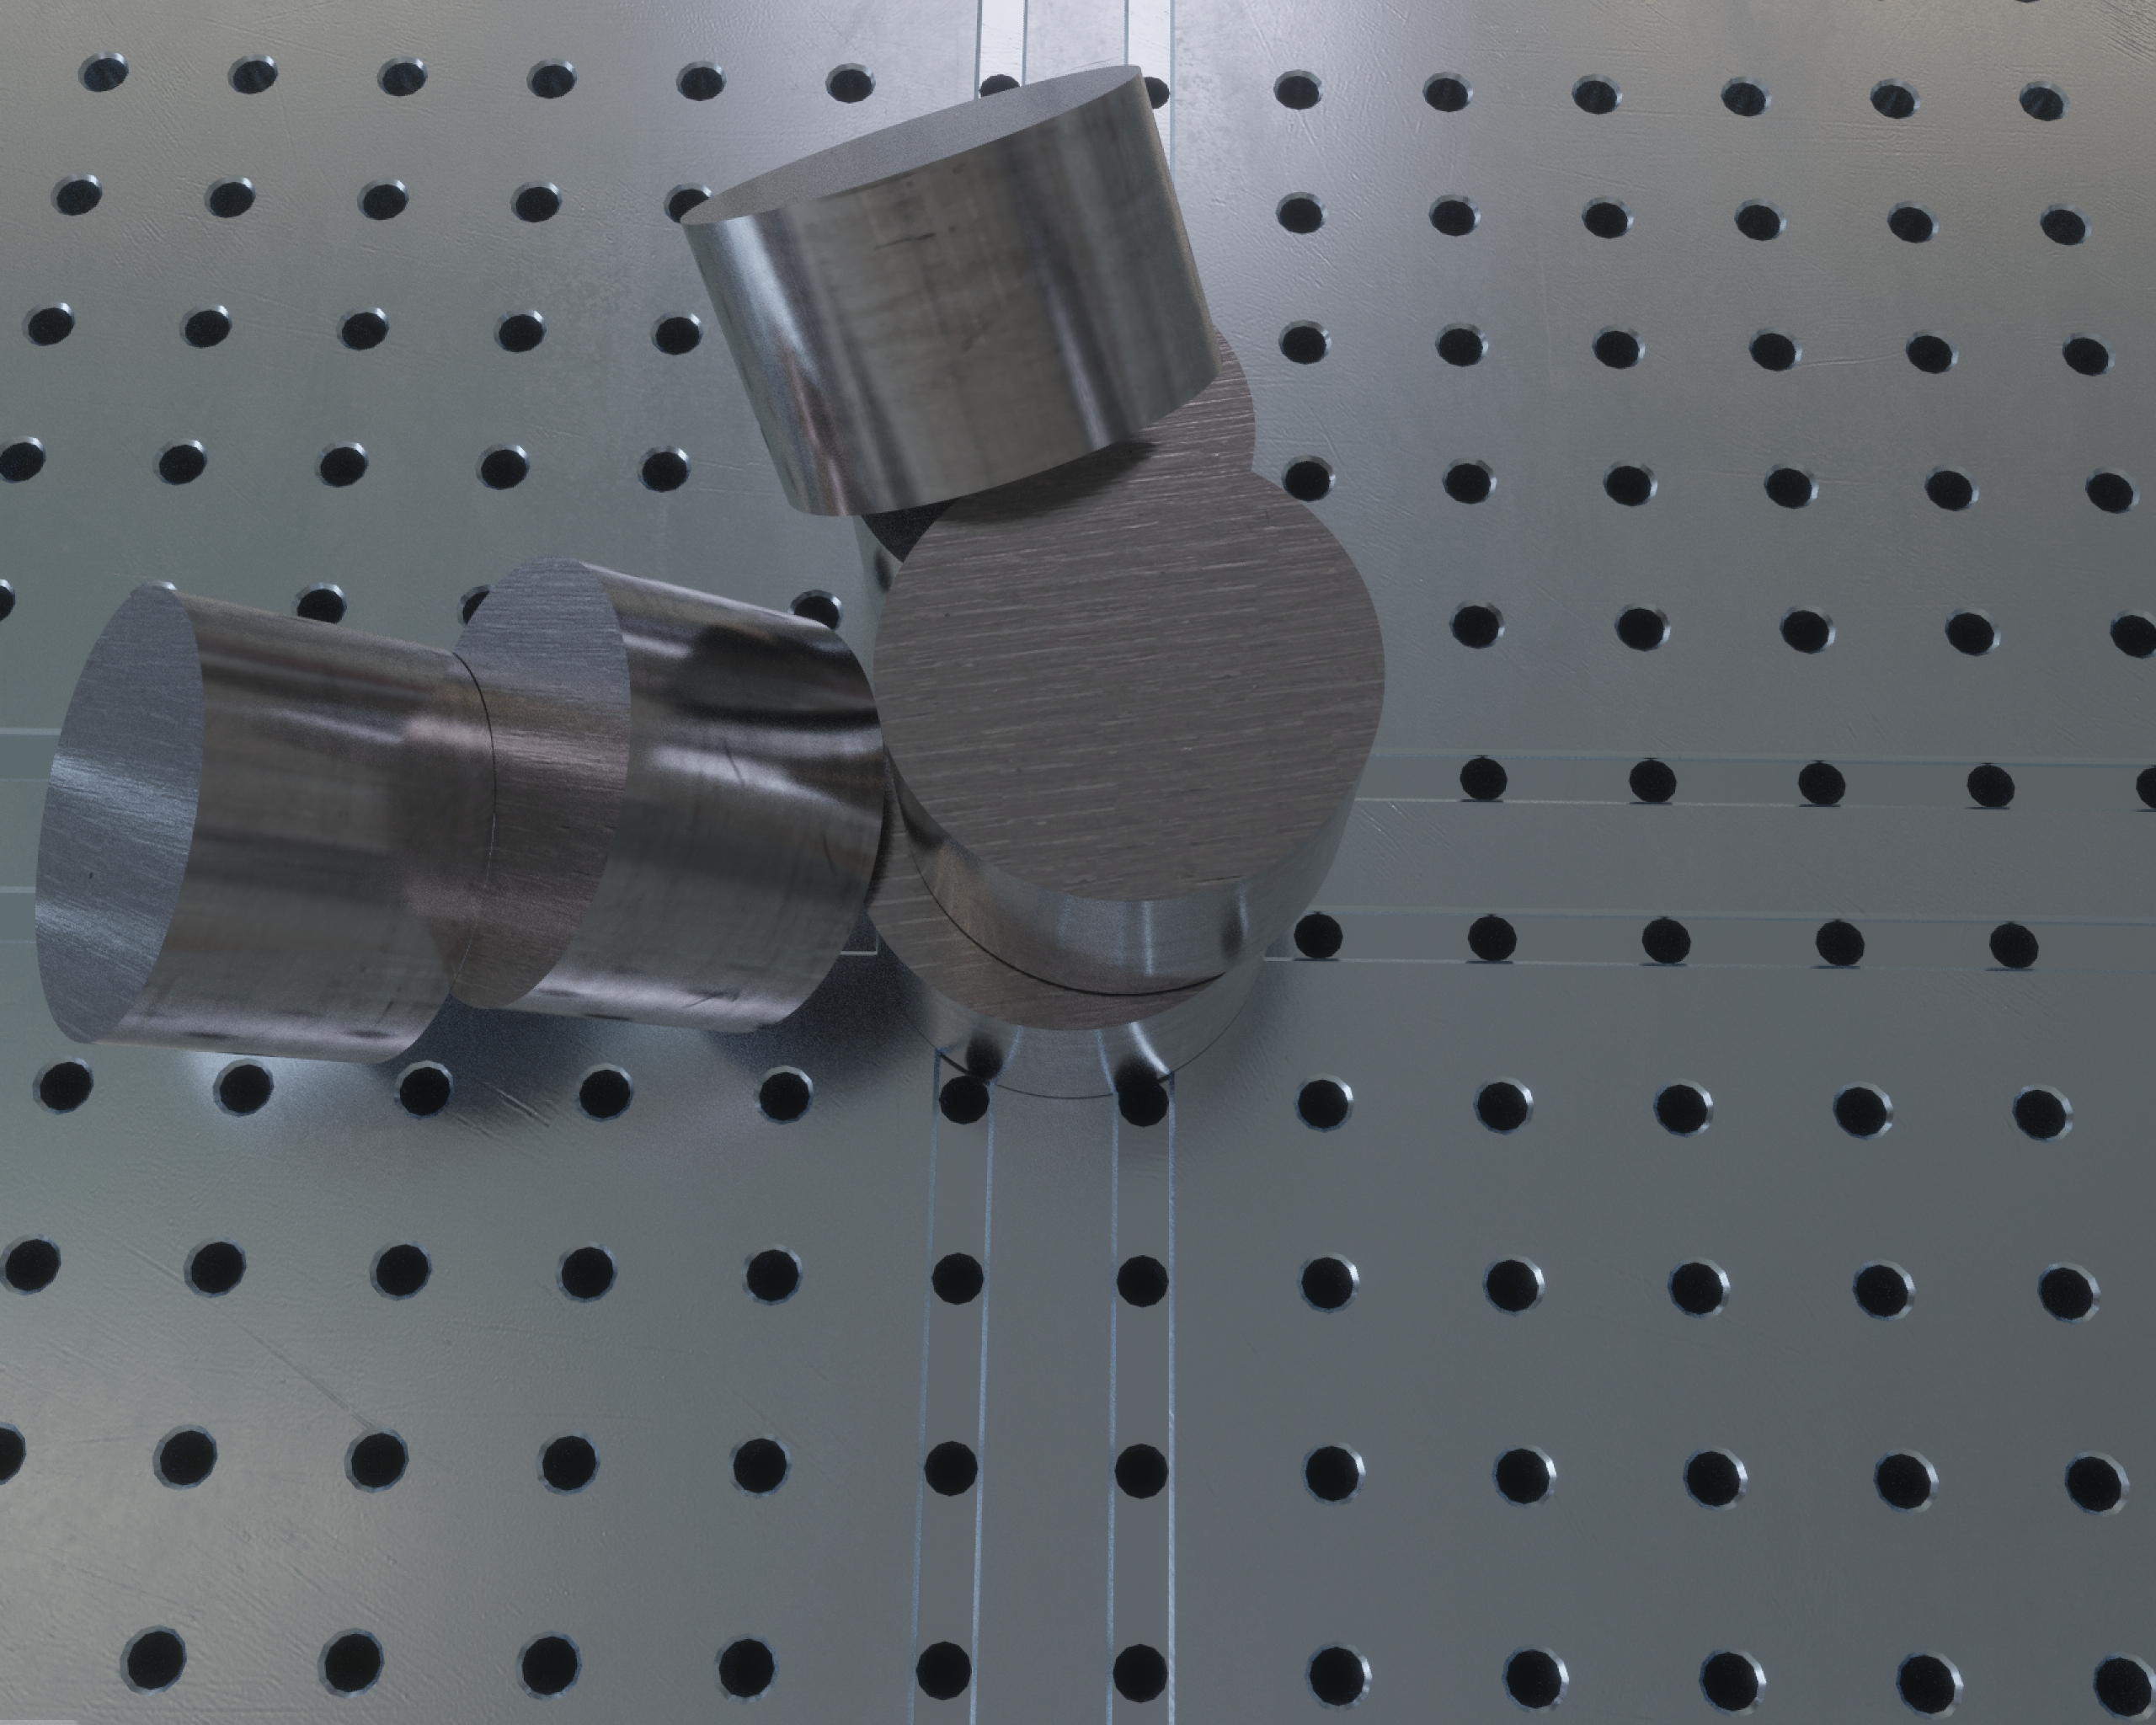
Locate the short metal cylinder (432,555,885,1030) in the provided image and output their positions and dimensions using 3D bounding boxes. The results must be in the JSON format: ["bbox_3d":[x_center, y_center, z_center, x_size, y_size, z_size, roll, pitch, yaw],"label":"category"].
[{"bbox_3d":[-0.079,-0.011,0.378,0.050,0.080,0.080,11,63,-41],"label":"short metal cylinder"}]

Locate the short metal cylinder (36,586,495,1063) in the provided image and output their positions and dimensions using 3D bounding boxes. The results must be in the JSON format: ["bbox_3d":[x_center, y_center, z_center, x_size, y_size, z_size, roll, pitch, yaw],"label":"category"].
[{"bbox_3d":[-0.148,-0.005,0.376,0.050,0.080,0.080,11,63,-42],"label":"short metal cylinder"}]

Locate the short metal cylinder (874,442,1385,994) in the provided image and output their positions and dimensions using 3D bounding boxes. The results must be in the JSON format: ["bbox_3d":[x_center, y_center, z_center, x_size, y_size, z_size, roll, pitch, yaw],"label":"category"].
[{"bbox_3d":[0.008,-0.023,0.352,0.081,0.050,0.080,0,70,0],"label":"short metal cylinder"}]

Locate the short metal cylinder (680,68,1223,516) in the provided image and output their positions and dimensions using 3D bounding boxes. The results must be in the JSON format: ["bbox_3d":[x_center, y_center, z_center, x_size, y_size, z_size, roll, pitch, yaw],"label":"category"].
[{"bbox_3d":[-0.021,-0.099,0.358,0.080,0.080,0.050,-22,115,-8],"label":"short metal cylinder"}]

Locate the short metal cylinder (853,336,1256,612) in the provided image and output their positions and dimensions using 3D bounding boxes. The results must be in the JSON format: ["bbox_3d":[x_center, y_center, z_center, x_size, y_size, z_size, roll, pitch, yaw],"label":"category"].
[{"bbox_3d":[-0.006,-0.076,0.425,0.081,0.050,0.080,0,70,0],"label":"short metal cylinder"}]

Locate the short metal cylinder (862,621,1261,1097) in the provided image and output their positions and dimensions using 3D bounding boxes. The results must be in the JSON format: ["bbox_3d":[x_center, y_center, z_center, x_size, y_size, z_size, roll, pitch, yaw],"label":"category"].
[{"bbox_3d":[-0.001,0.000,0.398,0.081,0.050,0.080,0,70,0],"label":"short metal cylinder"}]
